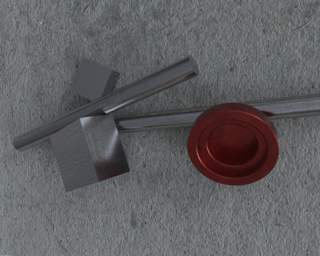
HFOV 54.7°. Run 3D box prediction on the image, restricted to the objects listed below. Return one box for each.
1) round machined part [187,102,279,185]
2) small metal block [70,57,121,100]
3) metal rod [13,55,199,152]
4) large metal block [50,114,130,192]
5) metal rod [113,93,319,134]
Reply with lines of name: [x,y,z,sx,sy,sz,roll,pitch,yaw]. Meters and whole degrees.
round machined part: [0.084,0.015,0.356,0.098,0.042,0.097,7,120,13]
small metal block: [-0.092,-0.066,0.440,0.050,0.025,0.050,26,98,18]
metal rod: [-0.088,-0.024,0.416,0.300,0.025,0.025,-21,83,25]
large metal block: [-0.095,0.034,0.413,0.080,0.050,0.080,-24,82,42]
metal rod: [0.073,-0.016,0.382,0.301,0.025,0.025,-5,88,19]
